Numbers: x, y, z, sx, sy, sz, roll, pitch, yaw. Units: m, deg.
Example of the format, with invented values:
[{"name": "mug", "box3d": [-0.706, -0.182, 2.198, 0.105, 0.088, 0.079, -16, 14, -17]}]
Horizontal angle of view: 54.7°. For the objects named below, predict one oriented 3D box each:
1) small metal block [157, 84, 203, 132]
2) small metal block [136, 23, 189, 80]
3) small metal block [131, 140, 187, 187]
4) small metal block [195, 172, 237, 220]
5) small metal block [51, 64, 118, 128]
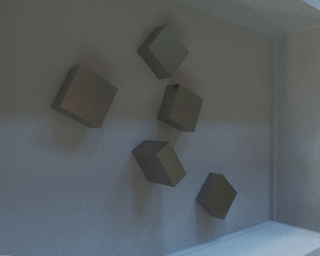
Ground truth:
[{"name": "small metal block", "box3d": [0.029, -0.027, 0.430, 0.050, 0.025, 0.050, 27, 73, -37]}, {"name": "small metal block", "box3d": [0.005, -0.101, 0.410, 0.050, 0.025, 0.050, 49, 61, -29]}, {"name": "small metal block", "box3d": [-0.002, 0.043, 0.389, 0.025, 0.050, 0.050, -41, 115, -32]}, {"name": "small metal block", "box3d": [0.088, 0.105, 0.481, 0.050, 0.025, 0.050, 50, 61, -29]}, {"name": "small metal block", "box3d": [-0.081, -0.033, 0.338, 0.050, 0.025, 0.050, 32, 70, -35]}]
